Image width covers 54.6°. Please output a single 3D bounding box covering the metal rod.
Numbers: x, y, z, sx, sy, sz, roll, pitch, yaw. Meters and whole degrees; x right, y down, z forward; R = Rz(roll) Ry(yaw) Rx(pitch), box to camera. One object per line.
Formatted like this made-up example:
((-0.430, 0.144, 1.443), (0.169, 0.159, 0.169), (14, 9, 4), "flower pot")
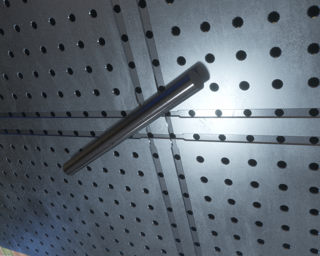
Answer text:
((-0.058, 0.008, 0.447), (0.299, 0.025, 0.025), (-32, 100, 38), "metal rod")
